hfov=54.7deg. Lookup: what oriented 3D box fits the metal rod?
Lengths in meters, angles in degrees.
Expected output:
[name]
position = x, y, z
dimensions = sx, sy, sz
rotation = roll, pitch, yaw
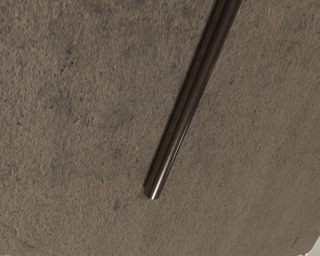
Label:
[metal rod]
position = 0.037, -0.031, 0.409
dimensions = 0.025, 0.025, 0.298
rotation = 7, 115, -32
